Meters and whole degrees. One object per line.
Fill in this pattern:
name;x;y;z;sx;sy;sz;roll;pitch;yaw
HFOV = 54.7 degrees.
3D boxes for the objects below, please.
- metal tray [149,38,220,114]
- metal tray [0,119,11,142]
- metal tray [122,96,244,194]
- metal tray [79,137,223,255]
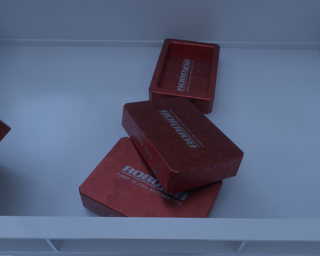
metal tray;0.040;-0.083;0.472;0.090;0.030;0.130;9;50;7
metal tray;-0.217;0.048;0.311;0.090;0.030;0.130;-29;27;34
metal tray;0.021;0.011;0.360;0.091;0.030;0.130;-10;39;-27
metal tray;-0.009;0.070;0.339;0.130;0.030;0.090;22;49;17
